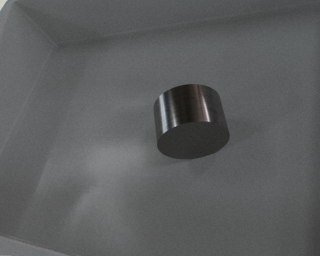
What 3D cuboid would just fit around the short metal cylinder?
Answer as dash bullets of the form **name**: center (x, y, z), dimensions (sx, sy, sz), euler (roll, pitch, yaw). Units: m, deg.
- **short metal cylinder**: center (0.035, -0.005, 0.356), dimensions (0.080, 0.080, 0.050), euler (-18, 55, 18)
